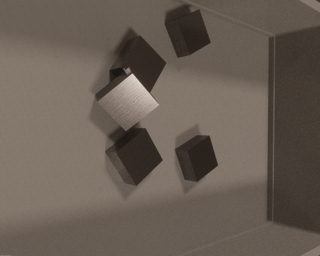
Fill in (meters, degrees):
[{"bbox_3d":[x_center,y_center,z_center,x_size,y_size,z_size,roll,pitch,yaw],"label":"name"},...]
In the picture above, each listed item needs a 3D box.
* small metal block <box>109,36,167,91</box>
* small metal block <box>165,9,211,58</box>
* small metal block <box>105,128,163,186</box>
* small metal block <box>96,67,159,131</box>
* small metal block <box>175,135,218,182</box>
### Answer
[{"bbox_3d":[-0.026,-0.077,0.386,0.050,0.025,0.050,41,65,-33],"label":"small metal block"},{"bbox_3d":[0.041,-0.135,0.443,0.050,0.025,0.050,-37,113,-34],"label":"small metal block"},{"bbox_3d":[-0.031,0.035,0.383,0.050,0.025,0.050,-42,116,-32],"label":"small metal block"},{"bbox_3d":[-0.038,-0.033,0.361,0.050,0.025,0.050,-38,120,5],"label":"small metal block"},{"bbox_3d":[0.055,0.044,0.455,0.050,0.025,0.050,-30,109,-36],"label":"small metal block"}]
